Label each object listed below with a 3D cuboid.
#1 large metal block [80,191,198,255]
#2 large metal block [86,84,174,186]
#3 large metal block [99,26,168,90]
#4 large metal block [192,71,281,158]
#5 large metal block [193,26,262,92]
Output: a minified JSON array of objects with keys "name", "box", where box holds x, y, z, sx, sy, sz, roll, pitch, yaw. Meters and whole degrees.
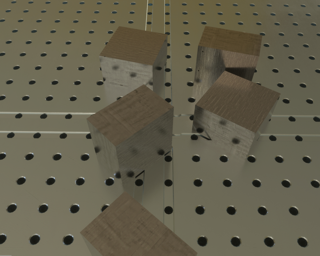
[{"name":"large metal block","box":[-0.018,0.116,0.275,0.080,0.080,0.050,35,58,25]},{"name":"large metal block","box":[-0.031,0.009,0.364,0.080,0.080,0.050,-35,59,-26]},{"name":"large metal block","box":[-0.038,-0.109,0.483,0.080,0.050,0.080,13,51,10]},{"name":"large metal block","box":[0.100,-0.021,0.410,0.080,0.050,0.080,28,55,21]},{"name":"large metal block","box":[0.097,-0.094,0.452,0.080,0.080,0.050,13,51,10]}]
